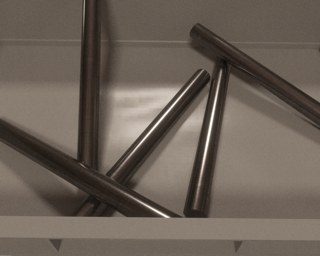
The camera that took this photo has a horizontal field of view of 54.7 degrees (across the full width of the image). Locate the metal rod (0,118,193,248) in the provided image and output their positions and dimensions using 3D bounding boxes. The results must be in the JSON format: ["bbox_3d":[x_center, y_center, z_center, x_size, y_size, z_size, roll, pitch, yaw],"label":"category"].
[{"bbox_3d":[-0.101,0.044,0.340,0.300,0.025,0.025,22,53,27],"label":"metal rod"}]

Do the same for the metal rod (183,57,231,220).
[{"bbox_3d":[0.074,-0.019,0.422,0.025,0.025,0.300,11,51,9],"label":"metal rod"}]

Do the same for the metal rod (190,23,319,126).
[{"bbox_3d":[0.161,-0.063,0.438,0.025,0.025,0.300,-37,66,-27],"label":"metal rod"}]

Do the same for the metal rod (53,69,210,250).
[{"bbox_3d":[-0.015,0.017,0.390,0.025,0.025,0.301,26,54,20],"label":"metal rod"}]

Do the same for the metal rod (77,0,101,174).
[{"bbox_3d":[-0.089,-0.086,0.399,0.025,0.025,0.299,-2,74,-2],"label":"metal rod"}]
